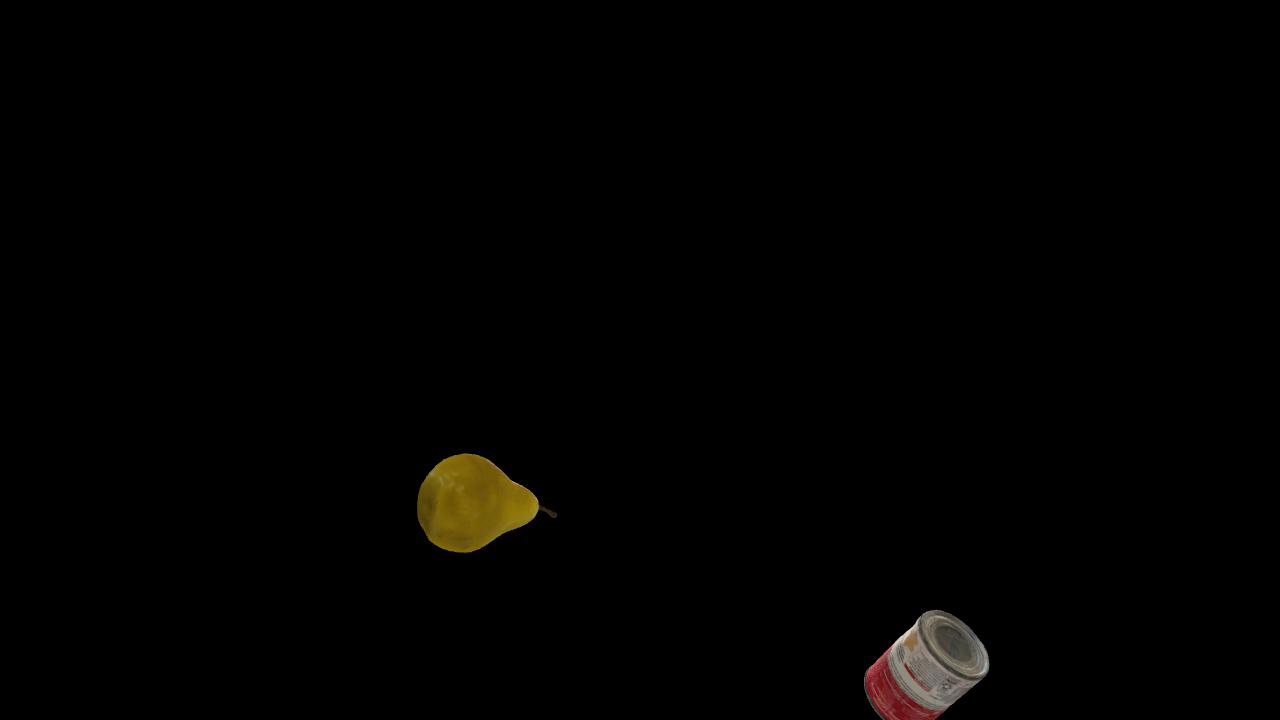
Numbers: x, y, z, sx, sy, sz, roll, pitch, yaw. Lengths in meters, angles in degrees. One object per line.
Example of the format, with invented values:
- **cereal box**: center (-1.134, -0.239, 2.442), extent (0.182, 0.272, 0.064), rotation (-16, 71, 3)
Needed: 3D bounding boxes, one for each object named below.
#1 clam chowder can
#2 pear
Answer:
- **clam chowder can**: center (0.267, 0.293, 0.578), extent (0.068, 0.102, 0.068), rotation (15, 33, -10)
- **pear**: center (-0.122, 0.116, 0.507), extent (0.111, 0.080, 0.080), rotation (7, -5, -42)
